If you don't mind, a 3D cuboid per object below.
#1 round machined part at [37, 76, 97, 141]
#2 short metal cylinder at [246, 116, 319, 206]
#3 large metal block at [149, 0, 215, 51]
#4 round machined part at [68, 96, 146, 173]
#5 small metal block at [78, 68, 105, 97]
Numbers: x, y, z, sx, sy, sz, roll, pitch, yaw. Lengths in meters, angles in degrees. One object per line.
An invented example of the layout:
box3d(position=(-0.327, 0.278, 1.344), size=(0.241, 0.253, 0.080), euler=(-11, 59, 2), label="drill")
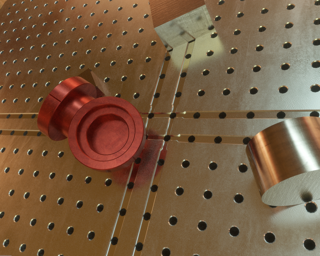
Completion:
box3d(position=(-0.123, -0.021, 0.446), size=(0.042, 0.098, 0.098), euler=(33, 79, 12), label="round machined part")
box3d(position=(0.126, 0.033, 0.286), size=(0.080, 0.080, 0.050), euler=(-20, 54, 16), label="short metal cylinder")
box3d(position=(0.033, -0.180, 0.486), size=(0.080, 0.050, 0.080), euler=(-20, 54, 16), label="large metal block")
box3d(position=(-0.067, 0.011, 0.412), size=(0.099, 0.042, 0.098), euler=(-2, 72, 6), label="round machined part")
box3d(position=(-0.125, -0.064, 0.513), size=(0.050, 0.025, 0.050), euler=(-33, 51, 6), label="small metal block")
